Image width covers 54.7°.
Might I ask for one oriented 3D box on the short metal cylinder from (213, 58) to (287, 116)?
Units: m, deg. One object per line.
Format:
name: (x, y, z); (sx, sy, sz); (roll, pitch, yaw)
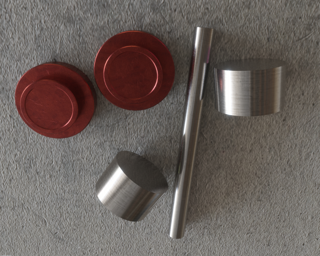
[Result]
short metal cylinder: (0.104, -0.050, 0.364); (0.080, 0.080, 0.050); (-5, 110, 1)

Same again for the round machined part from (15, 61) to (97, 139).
round machined part: (-0.132, -0.031, 0.387); (0.099, 0.042, 0.097); (0, 110, -1)

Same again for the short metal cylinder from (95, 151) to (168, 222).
short metal cylinder: (-0.037, 0.075, 0.408); (0.080, 0.080, 0.050); (33, 107, -12)

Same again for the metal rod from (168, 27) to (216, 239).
metal rod: (0.039, 0.020, 0.417); (0.025, 0.025, 0.298); (5, 110, -2)

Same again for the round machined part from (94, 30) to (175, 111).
round machined part: (-0.031, -0.067, 0.376); (0.099, 0.042, 0.097); (0, 110, -1)
